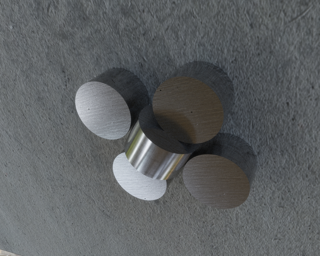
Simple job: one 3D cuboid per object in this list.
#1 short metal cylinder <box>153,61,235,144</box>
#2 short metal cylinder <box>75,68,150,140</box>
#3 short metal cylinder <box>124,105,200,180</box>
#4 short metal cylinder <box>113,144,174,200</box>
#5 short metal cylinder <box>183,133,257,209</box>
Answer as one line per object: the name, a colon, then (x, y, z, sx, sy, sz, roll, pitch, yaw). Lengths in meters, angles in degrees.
short metal cylinder: (0.039, -0.029, 0.350, 0.080, 0.050, 0.079, 13, 124, 20)
short metal cylinder: (-0.061, -0.032, 0.402, 0.080, 0.050, 0.079, 13, 124, 20)
short metal cylinder: (0.003, 0.016, 0.380, 0.080, 0.080, 0.050, 34, 129, 5)
short metal cylinder: (-0.018, 0.053, 0.432, 0.080, 0.050, 0.079, 13, 124, 20)
short metal cylinder: (0.075, 0.052, 0.383, 0.080, 0.050, 0.079, 13, 124, 20)
